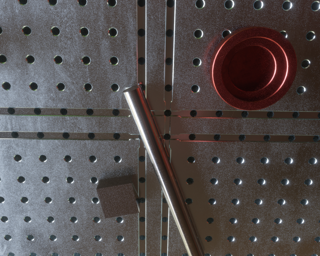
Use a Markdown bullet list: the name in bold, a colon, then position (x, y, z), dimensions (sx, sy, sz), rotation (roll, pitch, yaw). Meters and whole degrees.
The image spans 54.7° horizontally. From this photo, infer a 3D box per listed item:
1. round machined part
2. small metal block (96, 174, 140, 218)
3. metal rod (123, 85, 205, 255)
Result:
- **round machined part**: position (0.110, -0.074, 0.379), dimensions (0.099, 0.042, 0.097), rotation (0, 110, -1)
- **small metal block**: position (-0.059, 0.099, 0.449), dimensions (0.050, 0.025, 0.050), rotation (-10, 110, 3)
- **metal rod**: position (0.013, 0.082, 0.443), dimensions (0.025, 0.025, 0.298), rotation (-18, 109, 6)
